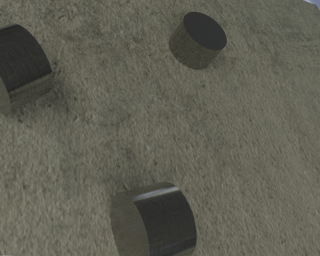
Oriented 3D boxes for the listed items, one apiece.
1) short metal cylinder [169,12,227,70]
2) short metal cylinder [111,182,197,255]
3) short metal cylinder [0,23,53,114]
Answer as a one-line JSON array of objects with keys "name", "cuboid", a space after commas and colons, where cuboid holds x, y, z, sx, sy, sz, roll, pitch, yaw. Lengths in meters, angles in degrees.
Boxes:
[{"name": "short metal cylinder", "cuboid": [0.062, -0.143, 0.511, 0.081, 0.050, 0.080, 14, 56, -21]}, {"name": "short metal cylinder", "cuboid": [-0.009, 0.098, 0.305, 0.050, 0.080, 0.080, -8, 66, -32]}, {"name": "short metal cylinder", "cuboid": [-0.159, -0.061, 0.321, 0.080, 0.080, 0.050, 47, 51, 4]}]
